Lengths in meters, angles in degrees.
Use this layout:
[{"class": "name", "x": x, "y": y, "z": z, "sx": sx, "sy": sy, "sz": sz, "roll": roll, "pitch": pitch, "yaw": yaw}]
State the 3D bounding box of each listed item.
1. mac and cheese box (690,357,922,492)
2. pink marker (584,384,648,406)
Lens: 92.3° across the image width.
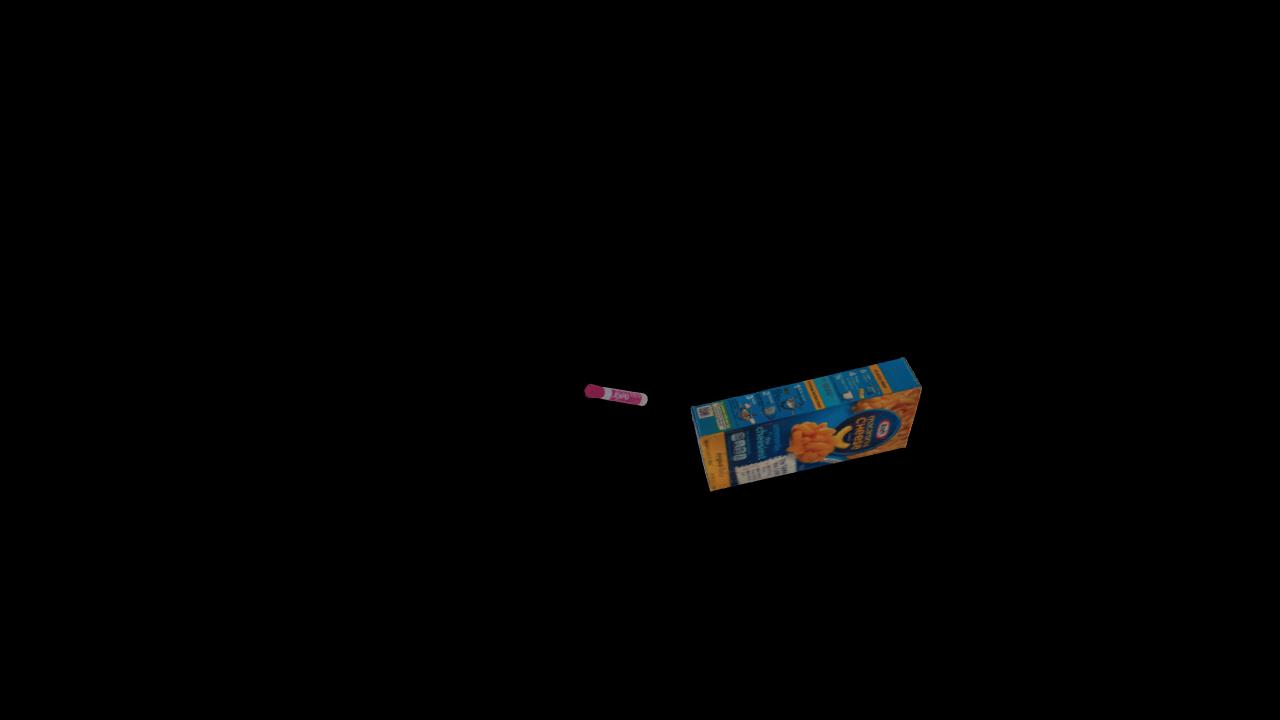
[{"class": "mac and cheese box", "x": 0.142, "y": 0.059, "z": 0.537, "sx": 0.184, "sy": 0.041, "sz": 0.093, "roll": -13, "pitch": -43, "yaw": 2}, {"class": "pink marker", "x": -0.033, "y": 0.049, "z": 0.862, "sx": 0.020, "sy": 0.020, "sz": 0.121, "roll": 0, "pitch": -9, "yaw": 39}]
